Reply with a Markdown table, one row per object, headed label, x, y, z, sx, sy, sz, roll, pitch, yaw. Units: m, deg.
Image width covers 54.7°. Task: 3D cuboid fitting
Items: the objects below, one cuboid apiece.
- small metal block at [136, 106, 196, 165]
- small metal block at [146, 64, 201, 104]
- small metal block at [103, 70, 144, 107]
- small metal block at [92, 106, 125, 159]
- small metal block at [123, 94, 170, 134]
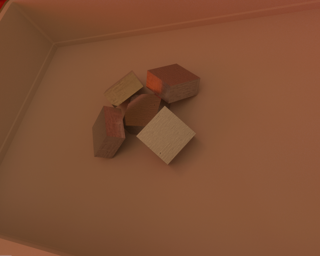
| label | x | y | z | sx | sy | sz | roll | pitch | yaw |
| --- | --- | --- | --- | --- | --- | --- | --- | --- | --- |
| small metal block | 0.007 | 0.010 | 0.379 | 0.050 | 0.025 | 0.050 | 42 | 84 | 4 |
| small metal block | 0.017 | -0.061 | 0.416 | 0.050 | 0.025 | 0.050 | -20 | 43 | -32 |
| small metal block | -0.052 | -0.058 | 0.450 | 0.050 | 0.025 | 0.050 | -37 | 14 | 4 |
| small metal block | -0.071 | 0.006 | 0.422 | 0.050 | 0.025 | 0.050 | -53 | 39 | 42 |
| small metal block | -0.019 | -0.019 | 0.424 | 0.050 | 0.025 | 0.050 | 2 | 62 | 29 |
